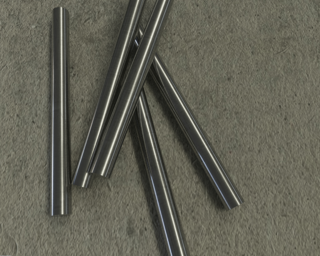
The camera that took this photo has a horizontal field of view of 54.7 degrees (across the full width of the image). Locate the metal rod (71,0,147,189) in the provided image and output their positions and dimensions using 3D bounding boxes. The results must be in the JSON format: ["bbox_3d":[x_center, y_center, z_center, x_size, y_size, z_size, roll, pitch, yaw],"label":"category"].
[{"bbox_3d":[-0.061,-0.069,0.415,0.025,0.025,0.299,13,77,5],"label":"metal rod"}]

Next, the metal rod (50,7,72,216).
[{"bbox_3d":[-0.134,-0.035,0.419,0.025,0.025,0.299,-6,70,-2],"label":"metal rod"}]

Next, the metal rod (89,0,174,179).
[{"bbox_3d":[-0.027,-0.079,0.408,0.025,0.025,0.299,16,71,6],"label":"metal rod"}]

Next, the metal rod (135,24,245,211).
[{"bbox_3d":[0.024,-0.031,0.419,0.025,0.025,0.299,-25,72,-9],"label":"metal rod"}]

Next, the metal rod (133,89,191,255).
[{"bbox_3d":[0.003,0.080,0.378,0.025,0.025,0.299,-14,71,-5],"label":"metal rod"}]
